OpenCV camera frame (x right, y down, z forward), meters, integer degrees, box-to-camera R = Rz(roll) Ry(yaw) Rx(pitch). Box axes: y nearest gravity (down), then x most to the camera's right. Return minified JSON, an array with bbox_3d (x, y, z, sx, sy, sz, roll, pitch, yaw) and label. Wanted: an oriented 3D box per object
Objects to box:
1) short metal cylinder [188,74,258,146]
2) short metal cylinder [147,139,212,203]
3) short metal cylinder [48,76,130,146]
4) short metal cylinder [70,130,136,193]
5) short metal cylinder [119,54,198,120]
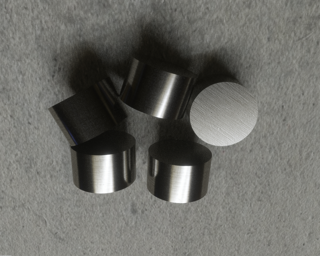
[{"bbox_3d":[0.075,-0.024,0.389,0.081,0.050,0.079,0,110,-1],"label":"short metal cylinder"},{"bbox_3d":[0.024,0.053,0.400,0.081,0.080,0.050,3,110,-2],"label":"short metal cylinder"},{"bbox_3d":[-0.083,-0.021,0.369,0.080,0.080,0.050,-26,103,9],"label":"short metal cylinder"},{"bbox_3d":[-0.071,0.040,0.394,0.081,0.080,0.050,1,111,-1],"label":"short metal cylinder"},{"bbox_3d":[-0.002,-0.049,0.362,0.080,0.080,0.050,17,109,-7],"label":"short metal cylinder"}]
